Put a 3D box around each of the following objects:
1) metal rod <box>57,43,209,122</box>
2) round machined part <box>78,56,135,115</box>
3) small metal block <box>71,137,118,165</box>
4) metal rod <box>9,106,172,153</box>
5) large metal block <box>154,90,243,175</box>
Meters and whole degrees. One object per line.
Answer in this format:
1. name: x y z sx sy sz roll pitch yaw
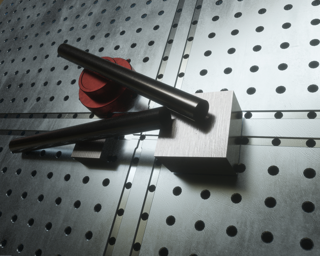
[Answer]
1. metal rod: -0.058 -0.073 0.420 0.300 0.025 0.025 29 77 40
2. round machined part: -0.087 -0.073 0.485 0.098 0.042 0.098 -13 56 20
3. small metal block: -0.092 0.024 0.440 0.050 0.025 0.050 0 62 27
4. metal rod: -0.116 0.009 0.426 0.300 0.025 0.025 -10 57 35
5. large metal block: 0.047 0.006 0.359 0.080 0.050 0.080 -2 61 27
